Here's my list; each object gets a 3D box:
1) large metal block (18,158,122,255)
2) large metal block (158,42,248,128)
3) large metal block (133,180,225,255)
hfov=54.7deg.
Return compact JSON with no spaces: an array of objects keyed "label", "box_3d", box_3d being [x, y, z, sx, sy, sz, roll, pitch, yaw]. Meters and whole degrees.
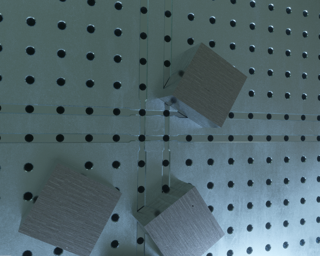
[{"label":"large metal block","box_3d":[-0.104,0.091,0.362,0.080,0.050,0.080,31,80,-18]},{"label":"large metal block","box_3d":[0.058,-0.055,0.422,0.080,0.050,0.080,32,79,-18]},{"label":"large metal block","box_3d":[0.025,0.128,0.410,0.080,0.050,0.080,-35,102,-17]}]
